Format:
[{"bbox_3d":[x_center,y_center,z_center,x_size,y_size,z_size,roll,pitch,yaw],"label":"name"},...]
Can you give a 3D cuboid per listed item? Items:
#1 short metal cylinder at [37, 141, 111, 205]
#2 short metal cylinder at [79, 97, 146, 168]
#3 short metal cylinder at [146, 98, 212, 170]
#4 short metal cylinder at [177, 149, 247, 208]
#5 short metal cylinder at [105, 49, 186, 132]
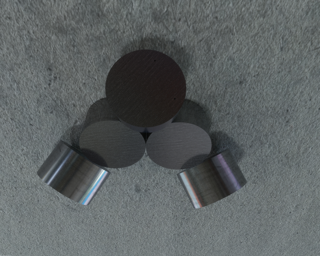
[{"bbox_3d":[-0.113,0.059,0.413,0.080,0.080,0.050,39,80,-28],"label":"short metal cylinder"},{"bbox_3d":[-0.058,0.006,0.396,0.081,0.050,0.079,0,130,0],"label":"short metal cylinder"},{"bbox_3d":[0.023,0.008,0.399,0.081,0.050,0.079,0,130,0],"label":"short metal cylinder"},{"bbox_3d":[0.070,0.068,0.423,0.080,0.080,0.050,-30,83,23],"label":"short metal cylinder"},{"bbox_3d":[-0.015,-0.037,0.333,0.081,0.080,0.050,1,173,-1],"label":"short metal cylinder"}]
